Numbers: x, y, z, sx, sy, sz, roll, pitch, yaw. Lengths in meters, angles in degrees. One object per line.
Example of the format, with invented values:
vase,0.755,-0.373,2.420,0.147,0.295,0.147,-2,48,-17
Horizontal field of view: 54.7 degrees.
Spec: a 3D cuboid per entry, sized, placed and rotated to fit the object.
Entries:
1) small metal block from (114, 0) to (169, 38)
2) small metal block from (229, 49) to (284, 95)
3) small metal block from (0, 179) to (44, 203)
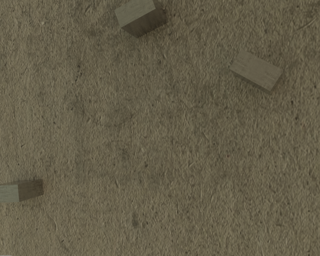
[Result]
small metal block,-0.023,-0.146,0.404,0.050,0.050,0.025,-22,83,18
small metal block,0.112,-0.063,0.356,0.050,0.050,0.025,33,101,17
small metal block,-0.216,0.095,0.472,0.050,0.050,0.025,-7,88,20
